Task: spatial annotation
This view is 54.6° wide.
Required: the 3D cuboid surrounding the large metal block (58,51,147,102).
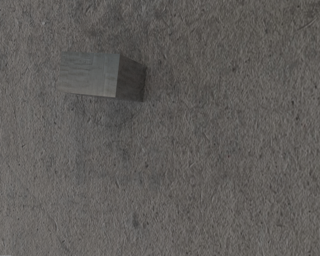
[{"bbox_3d":[-0.072,-0.065,0.406,0.080,0.080,0.050,7,93,20],"label":"large metal block"}]
